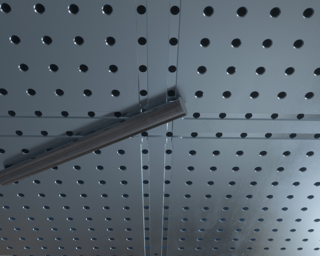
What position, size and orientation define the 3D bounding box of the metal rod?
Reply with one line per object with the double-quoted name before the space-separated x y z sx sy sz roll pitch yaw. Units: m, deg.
"metal rod" -0.105 0.024 0.431 0.300 0.025 0.025 -21 127 17
